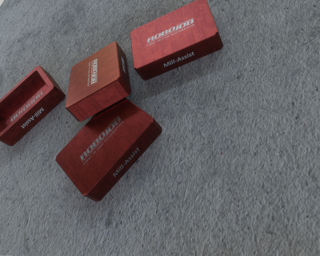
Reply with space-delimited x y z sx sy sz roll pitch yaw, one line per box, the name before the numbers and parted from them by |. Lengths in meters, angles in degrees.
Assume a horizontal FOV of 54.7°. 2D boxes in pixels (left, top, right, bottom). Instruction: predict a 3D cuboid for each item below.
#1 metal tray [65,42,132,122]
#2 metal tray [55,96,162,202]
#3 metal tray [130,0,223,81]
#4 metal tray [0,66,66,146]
metal tray | -0.095 -0.075 0.476 0.090 0.030 0.130 -28 38 10
metal tray | -0.072 0.023 0.424 0.130 0.030 0.090 -48 51 -6
metal tray | 0.021 -0.136 0.473 0.130 0.030 0.090 -20 54 16
metal tray | -0.240 -0.042 0.552 0.130 0.030 0.090 -43 51 -2
